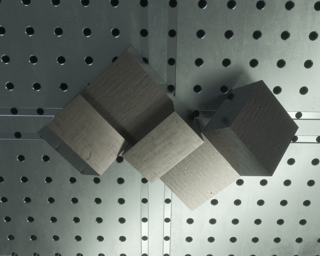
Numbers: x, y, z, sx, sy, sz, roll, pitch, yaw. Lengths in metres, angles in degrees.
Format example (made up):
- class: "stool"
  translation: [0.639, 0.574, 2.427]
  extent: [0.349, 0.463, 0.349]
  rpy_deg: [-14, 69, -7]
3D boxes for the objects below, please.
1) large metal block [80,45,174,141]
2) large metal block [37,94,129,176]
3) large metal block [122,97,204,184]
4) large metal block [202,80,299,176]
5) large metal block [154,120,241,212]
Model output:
- class: "large metal block"
  translation: [-0.040, -0.042, 0.384]
  extent: [0.080, 0.050, 0.080]
  rpy_deg: [-39, 106, 14]
- class: "large metal block"
  translation: [-0.097, 0.012, 0.380]
  extent: [0.080, 0.080, 0.050]
  rpy_deg: [47, 65, -15]
- class: "large metal block"
  translation: [0.003, 0.009, 0.387]
  extent: [0.080, 0.080, 0.050]
  rpy_deg: [-40, 107, 13]
- class: "large metal block"
  translation: [0.111, 0.002, 0.379]
  extent: [0.080, 0.050, 0.080]
  rpy_deg: [47, 63, -16]
- class: "large metal block"
  translation: [0.047, 0.050, 0.418]
  extent: [0.080, 0.050, 0.080]
  rpy_deg: [-39, 104, 13]
